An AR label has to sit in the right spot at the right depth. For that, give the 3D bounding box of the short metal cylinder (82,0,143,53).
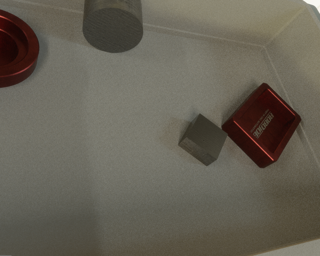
[{"bbox_3d":[-0.065,-0.151,0.429,0.081,0.080,0.050,10,58,-24],"label":"short metal cylinder"}]

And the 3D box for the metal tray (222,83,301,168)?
[{"bbox_3d":[0.167,-0.008,0.499,0.090,0.030,0.131,46,51,3],"label":"metal tray"}]

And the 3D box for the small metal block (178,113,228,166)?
[{"bbox_3d":[0.060,0.016,0.430,0.050,0.025,0.050,36,51,-5],"label":"small metal block"}]

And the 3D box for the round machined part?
[{"bbox_3d":[-0.189,-0.084,0.344,0.099,0.042,0.098,14,56,-21],"label":"round machined part"}]
